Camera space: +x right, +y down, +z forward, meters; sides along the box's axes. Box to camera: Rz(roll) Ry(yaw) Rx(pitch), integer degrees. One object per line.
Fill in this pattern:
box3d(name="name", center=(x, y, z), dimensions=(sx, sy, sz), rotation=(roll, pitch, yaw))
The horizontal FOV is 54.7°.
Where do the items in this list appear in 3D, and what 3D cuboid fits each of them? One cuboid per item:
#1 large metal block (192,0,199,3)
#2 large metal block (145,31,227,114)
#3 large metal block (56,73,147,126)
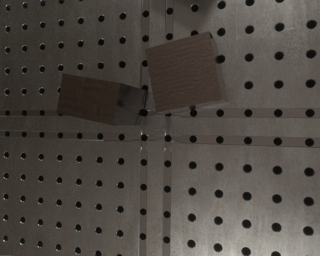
box3d(name="large metal block", center=(0.029, -0.219, 0.388), dimensions=(0.080, 0.050, 0.080), rotation=(34, 101, 16))
box3d(name="large metal block", center=(0.034, -0.065, 0.387), dimensions=(0.080, 0.050, 0.080), rotation=(-11, 86, 19))
box3d(name="large metal block", center=(-0.074, -0.035, 0.408), dimensions=(0.080, 0.080, 0.050), rotation=(12, 94, 19))
